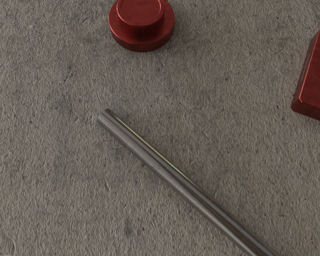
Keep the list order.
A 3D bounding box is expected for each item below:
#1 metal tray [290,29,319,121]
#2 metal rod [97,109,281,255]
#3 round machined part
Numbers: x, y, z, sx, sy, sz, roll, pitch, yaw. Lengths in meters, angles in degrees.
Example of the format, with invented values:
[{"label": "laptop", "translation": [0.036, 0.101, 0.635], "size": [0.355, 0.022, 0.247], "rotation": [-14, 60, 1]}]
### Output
[{"label": "metal tray", "translation": [0.248, -0.070, 0.434], "size": [0.090, 0.030, 0.130], "rotation": [22, 71, 7]}, {"label": "metal rod", "translation": [0.037, 0.078, 0.380], "size": [0.300, 0.025, 0.025], "rotation": [40, 75, 13]}, {"label": "round machined part", "translation": [-0.027, -0.166, 0.459], "size": [0.099, 0.042, 0.098], "rotation": [0, 70, -1]}]
